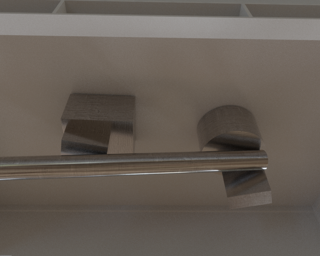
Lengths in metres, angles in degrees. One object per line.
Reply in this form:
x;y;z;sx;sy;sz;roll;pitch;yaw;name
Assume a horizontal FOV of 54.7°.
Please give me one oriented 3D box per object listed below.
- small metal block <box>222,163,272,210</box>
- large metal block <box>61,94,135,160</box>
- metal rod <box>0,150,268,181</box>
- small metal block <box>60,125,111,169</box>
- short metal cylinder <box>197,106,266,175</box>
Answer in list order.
0.106;0.069;0.384;0.050;0.050;0.025;-11;129;9;small metal block
-0.073;0.005;0.392;0.081;0.050;0.079;2;130;-2;large metal block
-0.024;0.041;0.349;0.302;0.025;0.025;-1;131;-10;metal rod
-0.088;0.028;0.363;0.050;0.025;0.050;10;129;-9;small metal block
0.091;0.018;0.407;0.081;0.050;0.079;0;130;0;short metal cylinder
